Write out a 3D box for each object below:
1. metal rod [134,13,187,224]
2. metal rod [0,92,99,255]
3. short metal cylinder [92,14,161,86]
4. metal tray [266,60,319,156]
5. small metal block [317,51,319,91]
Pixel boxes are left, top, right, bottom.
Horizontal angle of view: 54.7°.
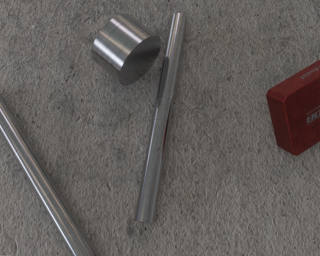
[{"bbox_3d":[0.005,-0.027,0.417,0.025,0.025,0.299,9,70,3],"label":"metal rod"},{"bbox_3d":[-0.148,0.064,0.383,0.025,0.025,0.300,-34,74,-12],"label":"metal rod"},{"bbox_3d":[-0.044,-0.104,0.417,0.050,0.080,0.080,41,75,13],"label":"short metal cylinder"},{"bbox_3d":[0.202,-0.035,0.389,0.131,0.090,0.030,-30,30,-10],"label":"metal tray"},{"bbox_3d":[0.233,-0.071,0.419,0.025,0.050,0.050,0,66,37],"label":"small metal block"}]
